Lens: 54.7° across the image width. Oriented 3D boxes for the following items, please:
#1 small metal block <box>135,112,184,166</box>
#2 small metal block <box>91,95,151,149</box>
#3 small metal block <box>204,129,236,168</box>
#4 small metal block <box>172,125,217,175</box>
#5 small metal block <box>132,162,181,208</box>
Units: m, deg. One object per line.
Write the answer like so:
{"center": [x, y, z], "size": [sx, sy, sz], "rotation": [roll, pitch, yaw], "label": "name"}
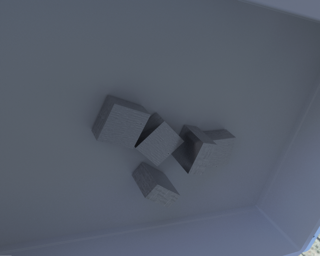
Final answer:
{"center": [-0.004, 0.016, 0.414], "size": [0.050, 0.025, 0.050], "rotation": [-43, 130, 1], "label": "small metal block"}
{"center": [-0.048, -0.006, 0.377], "size": [0.050, 0.025, 0.050], "rotation": [16, 110, -35], "label": "small metal block"}
{"center": [0.082, 0.032, 0.473], "size": [0.050, 0.025, 0.050], "rotation": [-6, 121, -26], "label": "small metal block"}
{"center": [0.047, 0.031, 0.437], "size": [0.025, 0.050, 0.050], "rotation": [10, 114, -34], "label": "small metal block"}
{"center": [-0.006, 0.081, 0.438], "size": [0.025, 0.050, 0.050], "rotation": [-49, 130, 7], "label": "small metal block"}
